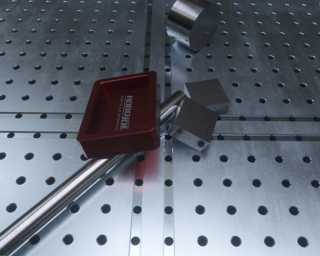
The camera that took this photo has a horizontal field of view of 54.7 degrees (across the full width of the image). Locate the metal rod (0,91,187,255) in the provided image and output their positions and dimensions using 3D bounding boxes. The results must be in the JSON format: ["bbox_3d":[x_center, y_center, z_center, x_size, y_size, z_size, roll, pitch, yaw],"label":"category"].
[{"bbox_3d":[-0.069,0.043,0.370,0.025,0.025,0.302,34,58,25],"label":"metal rod"}]

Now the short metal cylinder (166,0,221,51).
[{"bbox_3d":[0.057,-0.177,0.522,0.050,0.080,0.080,37,59,26],"label":"short metal cylinder"}]

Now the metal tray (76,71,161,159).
[{"bbox_3d":[-0.046,-0.022,0.396,0.090,0.030,0.130,-8,39,7],"label":"metal tray"}]

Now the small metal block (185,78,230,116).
[{"bbox_3d":[0.066,-0.042,0.444,0.050,0.025,0.050,-10,51,-9],"label":"small metal block"}]

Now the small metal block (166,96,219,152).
[{"bbox_3d":[0.043,-0.006,0.401,0.050,0.025,0.050,28,55,-6],"label":"small metal block"}]
